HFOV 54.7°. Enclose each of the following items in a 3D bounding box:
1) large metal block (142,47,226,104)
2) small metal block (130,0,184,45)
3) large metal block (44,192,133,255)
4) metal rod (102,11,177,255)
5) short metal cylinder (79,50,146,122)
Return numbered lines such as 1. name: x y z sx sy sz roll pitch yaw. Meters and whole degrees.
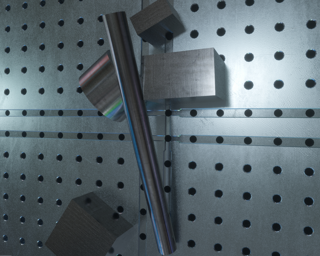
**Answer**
1. large metal block: 0.032 -0.058 0.371 0.080 0.080 0.050 -2 90 19
2. small metal block: -0.003 -0.137 0.400 0.050 0.050 0.025 -26 82 18
3. large metal block: -0.099 0.150 0.433 0.080 0.050 0.080 35 101 16
4. metal rod: -0.019 0.020 0.368 0.025 0.025 0.298 -6 107 19
5. short metal cylinder: -0.057 -0.054 0.402 0.050 0.080 0.080 -39 78 16
